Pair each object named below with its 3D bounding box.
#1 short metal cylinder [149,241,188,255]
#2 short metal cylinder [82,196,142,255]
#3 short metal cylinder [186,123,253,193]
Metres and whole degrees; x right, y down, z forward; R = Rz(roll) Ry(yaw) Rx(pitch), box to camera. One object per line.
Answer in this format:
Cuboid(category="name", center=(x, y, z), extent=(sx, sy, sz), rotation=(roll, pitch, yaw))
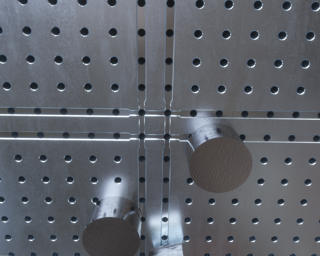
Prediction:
Cuboid(category="short metal cylinder", center=(0.019, 0.216, 0.464), extent=(0.050, 0.080, 0.080), rotation=(-15, 110, 5))
Cuboid(category="short metal cylinder", center=(-0.068, 0.148, 0.454), extent=(0.081, 0.050, 0.079), rotation=(0, 110, -1))
Cuboid(category="short metal cylinder", center=(0.077, 0.039, 0.416), extent=(0.081, 0.050, 0.079), rotation=(0, 110, -1))
